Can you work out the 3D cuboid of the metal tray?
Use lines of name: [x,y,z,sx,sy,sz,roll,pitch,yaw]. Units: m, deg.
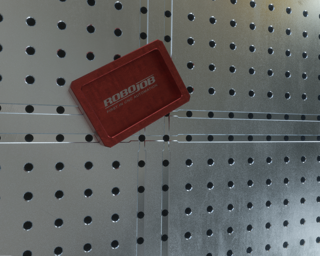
metal tray: [-0.036,-0.045,0.397,0.131,0.030,0.090,-31,101,-18]
